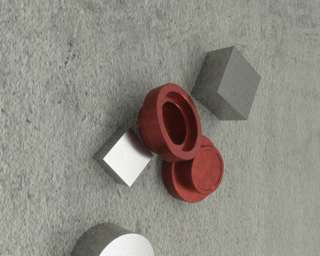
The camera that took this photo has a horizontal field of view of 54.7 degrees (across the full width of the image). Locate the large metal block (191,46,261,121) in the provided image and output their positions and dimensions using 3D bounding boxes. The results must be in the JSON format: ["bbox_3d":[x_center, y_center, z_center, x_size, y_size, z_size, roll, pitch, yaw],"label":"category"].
[{"bbox_3d":[0.104,-0.066,0.478,0.080,0.050,0.080,35,68,-35],"label":"large metal block"}]

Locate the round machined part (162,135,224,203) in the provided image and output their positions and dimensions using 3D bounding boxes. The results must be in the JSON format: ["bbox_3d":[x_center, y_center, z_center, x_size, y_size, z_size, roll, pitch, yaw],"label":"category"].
[{"bbox_3d":[0.053,0.058,0.441,0.099,0.042,0.097,0,90,-40],"label":"round machined part"}]

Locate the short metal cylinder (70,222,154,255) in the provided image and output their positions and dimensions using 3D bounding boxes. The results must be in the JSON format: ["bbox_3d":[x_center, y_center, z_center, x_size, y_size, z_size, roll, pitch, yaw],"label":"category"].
[{"bbox_3d":[-0.053,0.152,0.346,0.081,0.050,0.079,0,90,-40],"label":"short metal cylinder"}]

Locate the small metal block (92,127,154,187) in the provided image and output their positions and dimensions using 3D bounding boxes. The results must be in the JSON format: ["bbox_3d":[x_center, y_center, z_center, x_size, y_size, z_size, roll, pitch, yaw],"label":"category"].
[{"bbox_3d":[-0.043,0.034,0.370,0.050,0.025,0.050,-52,121,-27],"label":"small metal block"}]

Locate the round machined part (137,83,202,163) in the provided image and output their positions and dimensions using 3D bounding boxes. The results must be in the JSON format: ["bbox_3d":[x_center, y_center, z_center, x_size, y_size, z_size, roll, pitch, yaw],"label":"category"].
[{"bbox_3d":[0.009,-0.004,0.391,0.098,0.042,0.098,26,56,-47],"label":"round machined part"}]
